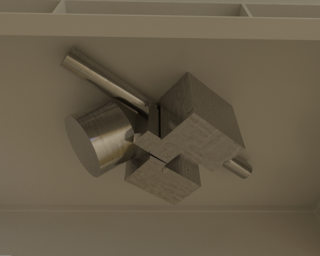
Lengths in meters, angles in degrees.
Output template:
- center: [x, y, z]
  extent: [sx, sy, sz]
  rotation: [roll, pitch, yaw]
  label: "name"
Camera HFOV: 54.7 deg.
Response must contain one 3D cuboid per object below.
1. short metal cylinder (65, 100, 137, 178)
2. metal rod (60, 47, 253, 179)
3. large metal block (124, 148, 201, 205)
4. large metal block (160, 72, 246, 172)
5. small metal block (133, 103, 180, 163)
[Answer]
- center: [-0.072, 0.012, 0.373]
  extent: [0.050, 0.080, 0.079]
  rotation: [-28, 138, -30]
  label: "short metal cylinder"
- center: [0.013, -0.007, 0.403]
  extent: [0.301, 0.025, 0.025]
  rotation: [32, 123, -25]
  label: "metal rod"
- center: [0.004, 0.042, 0.408]
  extent: [0.080, 0.080, 0.050]
  rotation: [32, 123, -25]
  label: "large metal block"
- center: [0.048, -0.007, 0.367]
  extent: [0.080, 0.080, 0.050]
  rotation: [33, 123, -25]
  label: "large metal block"
- center: [-0.002, 0.006, 0.366]
  extent: [0.050, 0.050, 0.025]
  rotation: [33, 122, -25]
  label: "small metal block"
